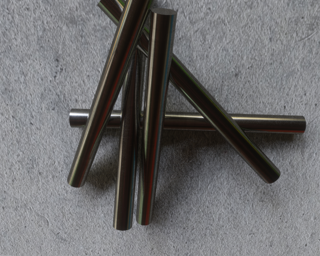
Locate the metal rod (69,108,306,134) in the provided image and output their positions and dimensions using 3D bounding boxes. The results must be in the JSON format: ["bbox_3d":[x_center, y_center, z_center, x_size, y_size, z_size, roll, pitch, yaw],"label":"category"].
[{"bbox_3d":[0.036,-0.008,0.406,0.302,0.025,0.025,2,110,-1],"label":"metal rod"}]

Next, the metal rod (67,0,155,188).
[{"bbox_3d":[-0.061,-0.037,0.353,0.025,0.025,0.298,22,124,-8],"label":"metal rod"}]

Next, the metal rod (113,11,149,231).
[{"bbox_3d":[-0.035,-0.018,0.377,0.025,0.025,0.298,5,101,-2],"label":"metal rod"}]

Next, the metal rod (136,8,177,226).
[{"bbox_3d":[-0.010,0.012,0.377,0.025,0.025,0.298,5,124,-2],"label":"metal rod"}]

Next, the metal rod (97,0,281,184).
[{"bbox_3d":[0.046,-0.036,0.365,0.025,0.025,0.300,-41,108,14],"label":"metal rod"}]
